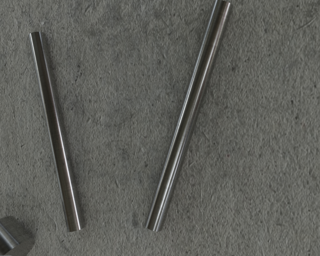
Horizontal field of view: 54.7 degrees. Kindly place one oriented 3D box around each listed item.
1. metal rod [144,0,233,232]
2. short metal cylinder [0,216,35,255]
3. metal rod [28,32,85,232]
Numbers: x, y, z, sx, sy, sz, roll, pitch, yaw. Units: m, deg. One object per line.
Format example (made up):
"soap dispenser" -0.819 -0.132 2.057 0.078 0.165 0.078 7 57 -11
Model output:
"metal rod" 0.035 -0.011 0.396 0.025 0.025 0.298 19 96 19
"short metal cylinder" -0.239 0.180 0.464 0.050 0.080 0.080 41 103 15
"metal rod" -0.155 0.003 0.463 0.025 0.025 0.298 -15 85 19
